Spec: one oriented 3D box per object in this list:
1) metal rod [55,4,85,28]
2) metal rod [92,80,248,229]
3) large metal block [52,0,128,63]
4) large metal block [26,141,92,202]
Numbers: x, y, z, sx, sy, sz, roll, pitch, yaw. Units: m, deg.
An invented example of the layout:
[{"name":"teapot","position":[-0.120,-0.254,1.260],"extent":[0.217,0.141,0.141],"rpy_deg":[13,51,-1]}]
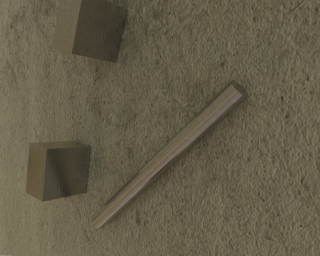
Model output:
[{"name":"metal rod","position":[-0.068,-0.233,0.458],"extent":[0.299,0.025,0.025],"rpy_deg":[-30,71,35]},{"name":"metal rod","position":[-0.005,0.051,0.406],"extent":[0.299,0.025,0.025],"rpy_deg":[-46,63,30]},{"name":"large metal block","position":[-0.101,-0.144,0.450],"extent":[0.050,0.081,0.079],"rpy_deg":[23,104,37]},{"name":"large metal block","position":[-0.163,0.066,0.500],"extent":[0.050,0.081,0.079],"rpy_deg":[11,97,39]}]
